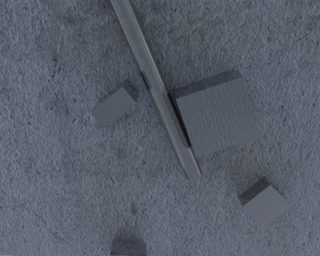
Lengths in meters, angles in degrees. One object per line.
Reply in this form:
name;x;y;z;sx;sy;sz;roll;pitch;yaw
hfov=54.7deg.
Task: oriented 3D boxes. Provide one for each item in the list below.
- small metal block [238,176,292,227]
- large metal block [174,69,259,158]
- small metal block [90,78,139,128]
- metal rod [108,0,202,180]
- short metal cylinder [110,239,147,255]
small metal block;0.153;0.107;0.452;0.050;0.025;0.050;43;104;-15
large metal block;0.069;-0.019;0.390;0.080;0.050;0.080;-18;109;6
small metal block;-0.055;-0.032;0.384;0.050;0.050;0.025;-36;106;12
metal rod;-0.009;-0.064;0.386;0.025;0.025;0.299;-21;109;7
short metal cylinder;-0.050;0.209;0.457;0.050;0.080;0.079;8;110;-4
